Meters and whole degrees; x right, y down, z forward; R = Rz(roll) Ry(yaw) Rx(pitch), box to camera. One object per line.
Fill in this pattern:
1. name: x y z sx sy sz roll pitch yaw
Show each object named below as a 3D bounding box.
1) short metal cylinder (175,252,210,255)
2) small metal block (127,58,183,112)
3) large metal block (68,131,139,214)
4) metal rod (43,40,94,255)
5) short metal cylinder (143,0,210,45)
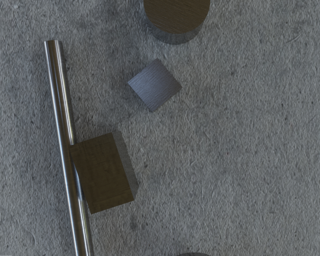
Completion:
1. short metal cylinder: 0.033 0.197 0.383 0.080 0.080 0.050 -15 90 0
2. small metal block: -0.006 -0.055 0.410 0.050 0.025 0.050 -40 90 0
3. large metal block: -0.065 0.050 0.382 0.050 0.080 0.080 -18 90 0
4. metal rod: -0.119 0.035 0.408 0.025 0.025 0.298 -9 90 0
5. short metal cylinder: 0.020 -0.153 0.397 0.081 0.050 0.079 0 90 0
